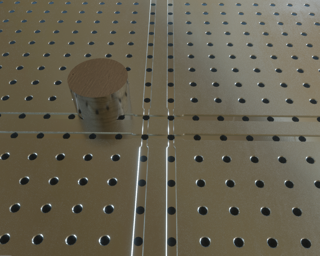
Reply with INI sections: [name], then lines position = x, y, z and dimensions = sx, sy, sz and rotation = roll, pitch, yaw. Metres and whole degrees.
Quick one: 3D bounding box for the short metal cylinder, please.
[short metal cylinder]
position = -0.084, -0.053, 0.436
dimensions = 0.080, 0.050, 0.080
rotation = 0, 50, 0
